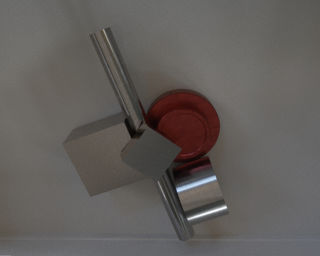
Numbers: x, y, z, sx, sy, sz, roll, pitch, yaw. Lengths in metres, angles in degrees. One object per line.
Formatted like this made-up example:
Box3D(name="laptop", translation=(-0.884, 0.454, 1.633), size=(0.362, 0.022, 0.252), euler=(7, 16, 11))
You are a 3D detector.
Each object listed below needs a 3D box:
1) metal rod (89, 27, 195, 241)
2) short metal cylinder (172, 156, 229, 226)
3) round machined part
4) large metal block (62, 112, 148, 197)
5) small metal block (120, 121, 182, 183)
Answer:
Box3D(name="metal rod", translation=(-0.015, 0.022, 0.395), size=(0.025, 0.025, 0.299), euler=(-20, 109, 7))
Box3D(name="short metal cylinder", translation=(0.054, 0.083, 0.412), size=(0.050, 0.080, 0.080), euler=(-20, 109, 7))
Box3D(name="round machined part", translation=(0.029, 0.002, 0.401), size=(0.099, 0.042, 0.097), euler=(0, 110, -1))
Box3D(name="large metal block", translation=(-0.066, 0.032, 0.405), size=(0.080, 0.050, 0.080), euler=(-19, 109, 6))
Box3D(name="small metal block", translation=(-0.011, 0.028, 0.368), size=(0.050, 0.025, 0.050), euler=(34, 95, -19))
